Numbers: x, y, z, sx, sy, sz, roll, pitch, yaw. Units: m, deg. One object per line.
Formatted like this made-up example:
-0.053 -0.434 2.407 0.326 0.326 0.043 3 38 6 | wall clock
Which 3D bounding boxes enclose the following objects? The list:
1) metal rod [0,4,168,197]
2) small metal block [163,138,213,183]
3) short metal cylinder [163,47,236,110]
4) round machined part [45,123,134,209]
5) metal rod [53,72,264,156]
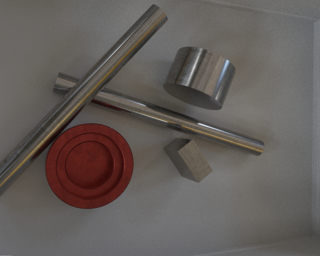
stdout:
-0.101 -0.025 0.350 0.025 0.025 0.300 44 85 -15 | metal rod
0.036 0.042 0.412 0.025 0.050 0.050 -37 102 -16 | small metal block
0.051 -0.062 0.401 0.080 0.080 0.050 24 82 -19 | short metal cylinder
-0.085 0.043 0.371 0.099 0.042 0.097 0 90 -21 | round machined part
0.013 -0.012 0.416 0.302 0.025 0.025 17 84 -20 | metal rod
